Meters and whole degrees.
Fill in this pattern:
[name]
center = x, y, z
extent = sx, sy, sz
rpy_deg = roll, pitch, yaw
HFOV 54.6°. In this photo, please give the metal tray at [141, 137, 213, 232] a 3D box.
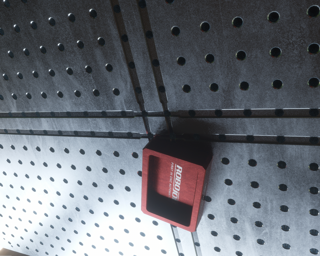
[metal tray]
center = 0.020, 0.084, 0.449
extent = 0.090, 0.030, 0.129
rpy_deg = 16, 125, 19
